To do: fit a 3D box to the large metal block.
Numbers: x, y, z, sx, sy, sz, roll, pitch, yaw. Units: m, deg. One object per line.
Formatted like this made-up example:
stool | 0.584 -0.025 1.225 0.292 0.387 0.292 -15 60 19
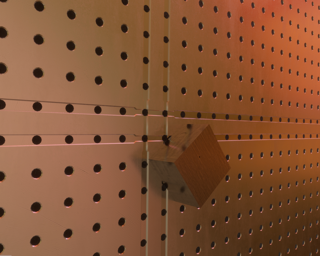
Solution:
large metal block | 0.044 0.050 0.432 0.080 0.050 0.080 -44 117 -31
